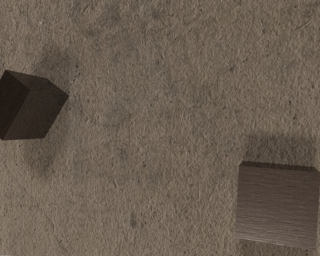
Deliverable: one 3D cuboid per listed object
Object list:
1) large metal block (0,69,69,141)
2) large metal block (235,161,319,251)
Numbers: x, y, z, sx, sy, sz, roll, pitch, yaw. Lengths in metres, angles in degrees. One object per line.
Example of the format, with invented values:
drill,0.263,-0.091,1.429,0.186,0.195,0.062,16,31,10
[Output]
large metal block,-0.192,-0.030,0.446,0.050,0.080,0.080,37,102,16
large metal block,0.131,0.083,0.350,0.080,0.050,0.079,3,91,19
